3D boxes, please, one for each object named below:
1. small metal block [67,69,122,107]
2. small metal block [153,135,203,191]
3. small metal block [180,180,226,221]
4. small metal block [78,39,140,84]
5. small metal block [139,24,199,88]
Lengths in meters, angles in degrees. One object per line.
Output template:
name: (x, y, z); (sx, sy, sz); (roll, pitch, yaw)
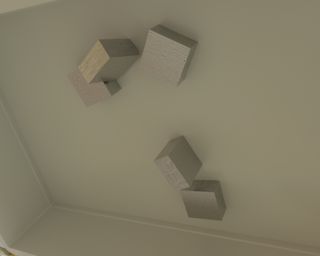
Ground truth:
small metal block: (-0.088, -0.062, 0.417); (0.050, 0.025, 0.050); (-18, 109, 35)
small metal block: (0.025, 0.046, 0.408); (0.025, 0.050, 0.050); (-25, 105, 37)
small metal block: (0.062, 0.101, 0.439); (0.050, 0.025, 0.050); (-3, 117, 30)
small metal block: (-0.061, -0.080, 0.372); (0.050, 0.050, 0.025); (-39, 79, 38)
small metal block: (0.009, -0.082, 0.353); (0.050, 0.025, 0.050); (28, 128, 10)
